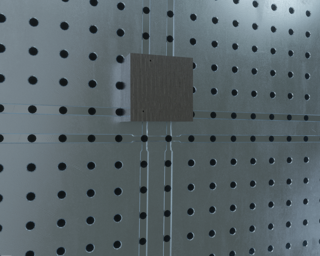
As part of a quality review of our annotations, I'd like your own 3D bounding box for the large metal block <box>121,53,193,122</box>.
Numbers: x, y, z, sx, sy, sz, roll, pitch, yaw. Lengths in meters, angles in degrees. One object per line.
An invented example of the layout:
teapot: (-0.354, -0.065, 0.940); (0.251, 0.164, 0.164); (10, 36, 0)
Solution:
large metal block: (-0.005, -0.048, 0.397); (0.081, 0.050, 0.080); (0, 90, -20)
